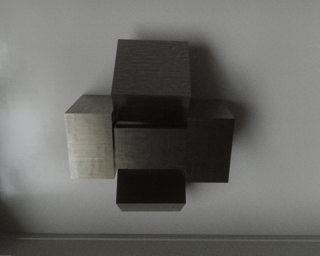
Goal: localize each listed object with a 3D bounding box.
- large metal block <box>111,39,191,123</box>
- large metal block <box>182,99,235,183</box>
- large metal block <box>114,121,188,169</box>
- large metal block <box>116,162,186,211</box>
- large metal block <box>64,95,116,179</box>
[{"bbox_3d":[-0.009,-0.054,0.354,0.081,0.080,0.050,2,148,-1],"label":"large metal block"},{"bbox_3d":[0.055,0.013,0.386,0.050,0.080,0.079,1,110,0],"label":"large metal block"},{"bbox_3d":[-0.010,0.010,0.384,0.081,0.080,0.050,1,110,-1],"label":"large metal block"},{"bbox_3d":[-0.011,0.078,0.402,0.081,0.080,0.050,0,68,-2],"label":"large metal block"},{"bbox_3d":[-0.078,0.008,0.383,0.050,0.080,0.079,1,110,0],"label":"large metal block"}]
